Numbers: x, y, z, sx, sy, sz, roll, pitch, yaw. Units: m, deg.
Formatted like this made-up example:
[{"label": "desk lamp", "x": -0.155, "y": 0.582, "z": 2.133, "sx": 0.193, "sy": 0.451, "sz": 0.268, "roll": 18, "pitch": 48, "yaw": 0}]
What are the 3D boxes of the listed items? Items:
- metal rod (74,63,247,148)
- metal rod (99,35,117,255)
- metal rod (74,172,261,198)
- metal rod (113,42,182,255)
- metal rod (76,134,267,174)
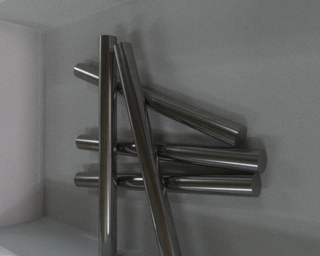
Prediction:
[{"label": "metal rod", "x": -0.022, "y": -0.042, "z": 0.420, "sx": 0.300, "sy": 0.025, "sz": 0.025, "roll": 26, "pitch": 106, "yaw": 36}, {"label": "metal rod", "x": -0.072, "y": 0.024, "z": 0.428, "sx": 0.025, "sy": 0.025, "sz": 0.298, "roll": 0, "pitch": 90, "yaw": 39}, {"label": "metal rod", "x": -0.016, "y": 0.072, "z": 0.416, "sx": 0.300, "sy": 0.025, "sz": 0.025, "roll": -6, "pitch": 86, "yaw": 39}, {"label": "metal rod", "x": -0.015, "y": 0.034, "z": 0.383, "sx": 0.025, "sy": 0.025, "sz": 0.299, "roll": -22, "pitch": 76, "yaw": 37}, {"label": "metal rod", "x": -0.011, "y": 0.029, "z": 0.412, "sx": 0.300, "sy": 0.025, "sz": 0.025, "roll": 3, "pitch": 92, "yaw": 39}]
